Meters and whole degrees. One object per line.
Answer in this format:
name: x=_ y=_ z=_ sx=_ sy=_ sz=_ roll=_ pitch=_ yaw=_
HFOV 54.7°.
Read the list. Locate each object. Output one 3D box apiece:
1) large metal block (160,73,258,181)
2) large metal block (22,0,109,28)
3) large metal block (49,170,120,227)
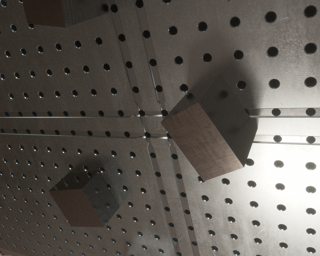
large metal block: x=0.058 y=-0.002 z=0.343 sx=0.050 sy=0.080 sz=0.080 roll=-28 pitch=103 yaw=37
large metal block: x=-0.101 y=-0.158 z=0.329 sx=0.050 sy=0.080 sz=0.079 roll=12 pitch=124 yaw=21
large metal block: x=-0.130 y=0.124 z=0.538 sx=0.080 sy=0.050 sz=0.080 roll=-11 pitch=113 yaw=32
